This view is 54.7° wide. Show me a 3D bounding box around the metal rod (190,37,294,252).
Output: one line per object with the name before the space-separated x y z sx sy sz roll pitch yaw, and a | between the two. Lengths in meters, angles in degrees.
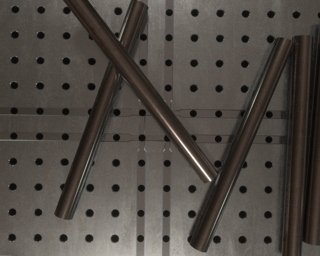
metal rod | 0.109 0.022 0.414 0.025 0.025 0.299 23 90 -1

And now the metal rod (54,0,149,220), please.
metal rod | -0.077 -0.024 0.412 0.025 0.025 0.299 20 90 -1

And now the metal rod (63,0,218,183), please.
metal rod | -0.023 -0.052 0.393 0.025 0.025 0.300 -37 98 0

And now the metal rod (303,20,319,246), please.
metal rod | 0.216 0.004 0.416 0.025 0.025 0.298 5 90 -1

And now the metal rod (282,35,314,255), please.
metal rod | 0.184 0.028 0.415 0.025 0.025 0.298 3 90 -1
